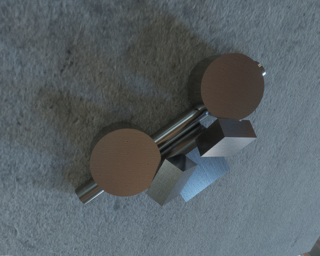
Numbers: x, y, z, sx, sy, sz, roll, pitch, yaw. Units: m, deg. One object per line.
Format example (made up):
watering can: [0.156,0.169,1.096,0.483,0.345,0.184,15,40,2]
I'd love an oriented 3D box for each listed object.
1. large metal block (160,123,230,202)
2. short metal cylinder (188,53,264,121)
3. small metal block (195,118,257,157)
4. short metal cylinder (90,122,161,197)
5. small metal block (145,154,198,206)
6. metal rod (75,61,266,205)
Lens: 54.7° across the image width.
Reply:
large metal block: [0.043,0.046,0.444,0.080,0.050,0.080,-36,130,-5]
short metal cylinder: [0.081,-0.051,0.387,0.081,0.050,0.079,-2,100,-12]
small metal block: [0.080,0.013,0.381,0.050,0.025,0.050,2,148,-30]
short metal cylinder: [-0.043,0.036,0.374,0.081,0.050,0.079,-2,100,-13]
small metal block: [0.015,0.061,0.376,0.050,0.025,0.050,-61,159,16]
metal rod: [0.018,0.004,0.421,0.301,0.025,0.025,-36,129,-5]
